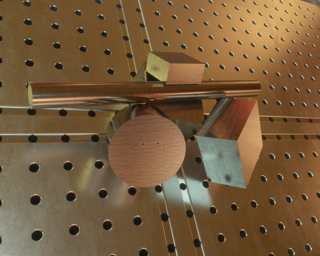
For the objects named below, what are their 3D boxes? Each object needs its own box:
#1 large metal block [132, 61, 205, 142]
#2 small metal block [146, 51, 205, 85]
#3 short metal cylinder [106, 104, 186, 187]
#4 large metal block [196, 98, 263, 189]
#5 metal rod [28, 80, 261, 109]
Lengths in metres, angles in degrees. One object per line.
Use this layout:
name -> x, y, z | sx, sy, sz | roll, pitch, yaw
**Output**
large metal block -> 0.008, -0.033, 0.412 | 0.081, 0.050, 0.080 | 10, 57, -23
small metal block -> 0.018, -0.074, 0.379 | 0.050, 0.025, 0.050 | -6, 30, -31
short metal cylinder -> -0.018, 0.017, 0.340 | 0.081, 0.080, 0.050 | 18, 12, -18
large metal block -> 0.093, 0.017, 0.400 | 0.080, 0.050, 0.080 | -53, 137, -39
metal rod -> 0.007, -0.044, 0.370 | 0.303, 0.025, 0.025 | -6, 65, -31
